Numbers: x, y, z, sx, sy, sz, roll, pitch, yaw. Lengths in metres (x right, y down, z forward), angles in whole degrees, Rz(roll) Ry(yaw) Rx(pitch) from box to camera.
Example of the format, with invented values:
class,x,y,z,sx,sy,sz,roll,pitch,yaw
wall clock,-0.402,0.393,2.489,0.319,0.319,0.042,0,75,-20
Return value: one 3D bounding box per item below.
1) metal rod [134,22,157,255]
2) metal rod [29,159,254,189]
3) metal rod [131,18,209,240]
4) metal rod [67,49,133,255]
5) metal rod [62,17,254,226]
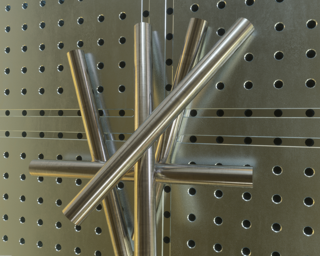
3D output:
class,x,y,z,sx,sy,sz,roll,pitch,yaw
metal rod,-0.019,0.006,0.377,0.025,0.025,0.299,-8,72,19
metal rod,-0.038,0.056,0.397,0.301,0.025,0.025,0,90,19
metal rod,0.012,0.008,0.407,0.025,0.025,0.298,17,95,19
metal rod,-0.086,0.034,0.441,0.025,0.025,0.298,-16,85,19
metal rod,0.005,-0.015,0.353,0.025,0.025,0.300,40,80,15
